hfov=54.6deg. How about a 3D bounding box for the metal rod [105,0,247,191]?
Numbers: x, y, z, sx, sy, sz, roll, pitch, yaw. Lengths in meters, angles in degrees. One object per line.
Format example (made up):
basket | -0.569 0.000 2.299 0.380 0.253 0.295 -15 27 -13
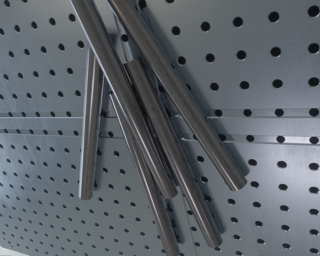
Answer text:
metal rod | 0.019 -0.047 0.372 0.025 0.025 0.299 -25 105 37

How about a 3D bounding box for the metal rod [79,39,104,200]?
metal rod | -0.104 0.003 0.468 0.025 0.025 0.298 24 127 14

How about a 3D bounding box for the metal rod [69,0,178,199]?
metal rod | -0.037 -0.026 0.397 0.025 0.025 0.299 -6 121 31

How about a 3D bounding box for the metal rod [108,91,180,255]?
metal rod | -0.017 0.081 0.470 0.025 0.025 0.299 -2 117 29

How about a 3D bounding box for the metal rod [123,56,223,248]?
metal rod | 0.025 0.045 0.426 0.025 0.025 0.299 -12 113 33
